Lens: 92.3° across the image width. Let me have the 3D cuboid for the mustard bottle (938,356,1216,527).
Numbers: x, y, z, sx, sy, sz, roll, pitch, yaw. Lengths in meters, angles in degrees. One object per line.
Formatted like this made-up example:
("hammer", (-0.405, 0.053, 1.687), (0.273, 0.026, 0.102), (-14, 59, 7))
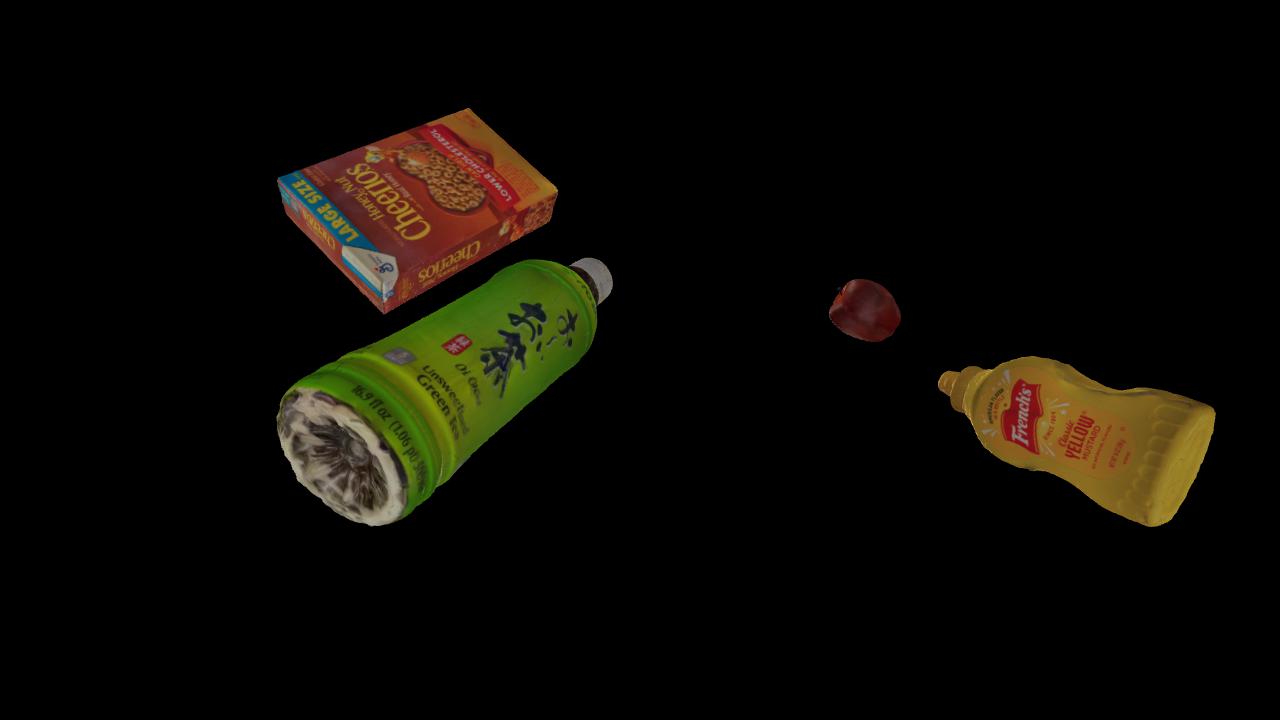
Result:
("mustard bottle", (0.315, 0.045, 0.479), (0.054, 0.092, 0.184), (-5, 20, -27))

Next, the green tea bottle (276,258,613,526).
("green tea bottle", (-0.075, -0.007, 0.321), (0.073, 0.073, 0.212), (0, 28, 28))

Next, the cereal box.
("cereal box", (-0.293, -0.219, 0.853), (0.306, 0.203, 0.081), (-39, -12, -35))

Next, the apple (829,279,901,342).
("apple", (0.303, -0.068, 0.829), (0.093, 0.079, 0.079), (36, 1, 2))
